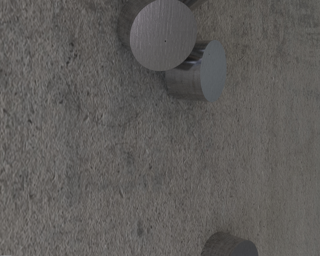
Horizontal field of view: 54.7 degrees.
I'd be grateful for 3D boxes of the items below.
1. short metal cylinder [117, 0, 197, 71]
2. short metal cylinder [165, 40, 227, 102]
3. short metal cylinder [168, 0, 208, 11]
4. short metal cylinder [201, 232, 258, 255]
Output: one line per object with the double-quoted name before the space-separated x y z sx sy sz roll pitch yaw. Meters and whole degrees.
"short metal cylinder" -0.004 -0.113 0.362 0.081 0.050 0.079 -12 125 -18
"short metal cylinder" 0.050 -0.076 0.416 0.081 0.050 0.079 -18 112 -54
"short metal cylinder" 0.026 -0.188 0.395 0.080 0.050 0.080 21 58 -38
"short metal cylinder" 0.108 0.208 0.479 0.081 0.050 0.080 0 90 -40
